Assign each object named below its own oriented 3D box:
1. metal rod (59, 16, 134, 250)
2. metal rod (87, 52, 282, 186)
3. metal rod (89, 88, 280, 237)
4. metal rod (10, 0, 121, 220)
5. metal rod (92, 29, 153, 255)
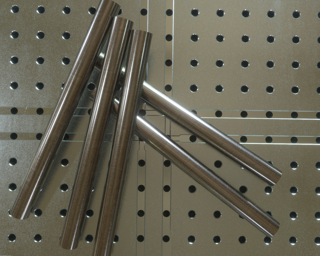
[{"bbox_3d":[-0.083,0.012,0.392,0.025,0.025,0.298,15,98,-1],"label":"metal rod"},{"bbox_3d":[0.030,-0.015,0.413,0.301,0.025,0.025,33,90,-1],"label":"metal rod"},{"bbox_3d":[0.033,0.044,0.413,0.300,0.025,0.025,38,90,-1],"label":"metal rod"},{"bbox_3d":[-0.123,-0.020,0.395,0.025,0.025,0.298,25,96,-1],"label":"metal rod"},{"bbox_3d":[-0.050,0.030,0.392,0.025,0.025,0.298,11,98,-1],"label":"metal rod"}]
